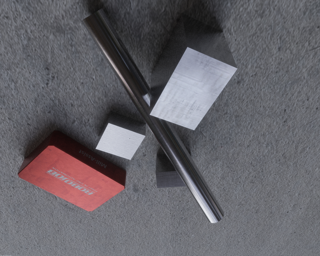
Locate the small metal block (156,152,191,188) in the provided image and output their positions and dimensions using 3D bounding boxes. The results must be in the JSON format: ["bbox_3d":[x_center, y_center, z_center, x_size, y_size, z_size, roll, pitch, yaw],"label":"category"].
[{"bbox_3d":[0.021,0.059,0.438,0.050,0.050,0.025,-4,114,3],"label":"small metal block"}]

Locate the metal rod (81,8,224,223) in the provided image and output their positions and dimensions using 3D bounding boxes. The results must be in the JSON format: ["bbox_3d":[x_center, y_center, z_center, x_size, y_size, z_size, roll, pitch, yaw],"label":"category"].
[{"bbox_3d":[0.004,0.003,0.368,0.025,0.025,0.299,-24,114,18],"label":"metal rod"}]

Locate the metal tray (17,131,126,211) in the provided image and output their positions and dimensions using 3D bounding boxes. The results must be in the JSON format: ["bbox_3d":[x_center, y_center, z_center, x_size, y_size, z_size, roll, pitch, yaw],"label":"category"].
[{"bbox_3d":[-0.127,0.069,0.461,0.130,0.030,0.090,37,121,-28],"label":"metal tray"}]

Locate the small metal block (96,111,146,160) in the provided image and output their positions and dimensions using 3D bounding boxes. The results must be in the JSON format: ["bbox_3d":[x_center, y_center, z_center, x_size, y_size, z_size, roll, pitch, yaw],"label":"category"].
[{"bbox_3d":[-0.052,0.011,0.416,0.050,0.025,0.050,20,127,-17],"label":"small metal block"}]

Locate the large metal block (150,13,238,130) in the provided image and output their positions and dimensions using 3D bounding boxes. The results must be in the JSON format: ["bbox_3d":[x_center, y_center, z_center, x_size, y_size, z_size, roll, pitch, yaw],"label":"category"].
[{"bbox_3d":[0.029,-0.059,0.322,0.050,0.080,0.079,19,127,-16],"label":"large metal block"}]
